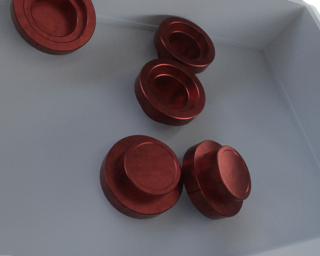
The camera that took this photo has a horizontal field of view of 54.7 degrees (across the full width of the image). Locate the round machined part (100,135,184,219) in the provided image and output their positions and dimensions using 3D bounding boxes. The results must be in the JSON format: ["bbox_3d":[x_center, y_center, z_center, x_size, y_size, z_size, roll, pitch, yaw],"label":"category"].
[{"bbox_3d":[-0.015,0.051,0.357,0.099,0.042,0.098,14,56,-21],"label":"round machined part"}]

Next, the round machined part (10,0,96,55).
[{"bbox_3d":[-0.136,-0.140,0.392,0.099,0.042,0.097,2,87,-33],"label":"round machined part"}]

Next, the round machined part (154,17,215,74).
[{"bbox_3d":[0.034,-0.124,0.491,0.099,0.042,0.098,14,56,-21],"label":"round machined part"}]

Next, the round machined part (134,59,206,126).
[{"bbox_3d":[0.010,-0.045,0.429,0.099,0.042,0.098,14,56,-21],"label":"round machined part"}]

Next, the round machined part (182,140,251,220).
[{"bbox_3d":[0.076,0.060,0.383,0.098,0.042,0.098,26,50,-36],"label":"round machined part"}]
